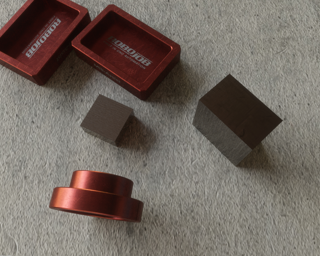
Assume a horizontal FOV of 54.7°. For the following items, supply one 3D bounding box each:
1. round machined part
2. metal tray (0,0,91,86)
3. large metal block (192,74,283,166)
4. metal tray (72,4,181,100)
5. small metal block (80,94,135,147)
[{"bbox_3d":[-0.066,0.075,0.341,0.099,0.098,0.042,8,70,3],"label":"round machined part"},{"bbox_3d":[-0.173,-0.136,0.453,0.090,0.030,0.130,29,72,10],"label":"metal tray"},{"bbox_3d":[0.090,-0.007,0.382,0.050,0.080,0.080,-41,75,-13],"label":"large metal block"},{"bbox_3d":[-0.047,-0.111,0.445,0.130,0.030,0.090,35,73,11],"label":"metal tray"},{"bbox_3d":[-0.069,-0.010,0.411,0.050,0.025,0.050,25,72,8],"label":"small metal block"}]
